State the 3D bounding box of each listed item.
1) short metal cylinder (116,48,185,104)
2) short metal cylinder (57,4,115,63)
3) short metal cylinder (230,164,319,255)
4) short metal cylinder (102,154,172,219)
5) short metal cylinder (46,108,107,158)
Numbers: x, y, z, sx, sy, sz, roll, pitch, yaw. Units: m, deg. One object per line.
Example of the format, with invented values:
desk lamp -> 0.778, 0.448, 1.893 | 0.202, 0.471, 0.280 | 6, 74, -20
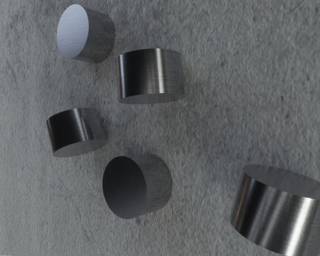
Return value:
short metal cylinder -> -0.012, -0.060, 0.377 | 0.080, 0.081, 0.050 | -7, 85, 39
short metal cylinder -> -0.115, -0.144, 0.481 | 0.080, 0.050, 0.079 | 0, 90, 39
short metal cylinder -> 0.109, 0.070, 0.279 | 0.080, 0.081, 0.050 | 20, 103, 38
short metal cylinder -> -0.031, 0.075, 0.412 | 0.080, 0.050, 0.079 | 0, 90, 39
short metal cylinder -> -0.126, 0.008, 0.471 | 0.080, 0.081, 0.050 | -28, 73, 36
